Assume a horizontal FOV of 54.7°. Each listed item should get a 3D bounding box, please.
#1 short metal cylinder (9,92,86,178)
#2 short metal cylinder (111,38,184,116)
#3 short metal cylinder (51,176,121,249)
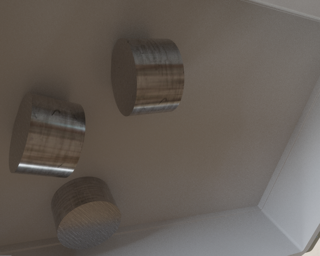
[{"bbox_3d":[-0.116,0.008,0.315,0.050,0.080,0.080,13,112,-34],"label":"short metal cylinder"},{"bbox_3d":[-0.016,-0.054,0.330,0.050,0.080,0.079,-7,122,-25],"label":"short metal cylinder"},{"bbox_3d":[-0.098,0.111,0.408,0.081,0.050,0.079,-14,124,-21],"label":"short metal cylinder"}]
